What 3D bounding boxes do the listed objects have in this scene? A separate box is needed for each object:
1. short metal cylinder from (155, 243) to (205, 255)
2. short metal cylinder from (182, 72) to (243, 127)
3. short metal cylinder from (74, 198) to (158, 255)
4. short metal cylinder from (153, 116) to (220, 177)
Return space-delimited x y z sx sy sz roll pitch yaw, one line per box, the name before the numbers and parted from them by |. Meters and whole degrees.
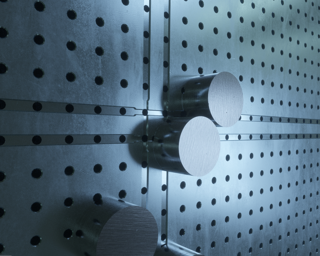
short metal cylinder | 0.027 0.204 0.419 0.081 0.050 0.079 0 90 -40
short metal cylinder | 0.079 -0.041 0.462 0.081 0.050 0.079 0 90 -40
short metal cylinder | -0.049 0.124 0.354 0.081 0.050 0.079 0 90 -40
short metal cylinder | 0.038 0.024 0.427 0.081 0.050 0.079 0 90 -40
